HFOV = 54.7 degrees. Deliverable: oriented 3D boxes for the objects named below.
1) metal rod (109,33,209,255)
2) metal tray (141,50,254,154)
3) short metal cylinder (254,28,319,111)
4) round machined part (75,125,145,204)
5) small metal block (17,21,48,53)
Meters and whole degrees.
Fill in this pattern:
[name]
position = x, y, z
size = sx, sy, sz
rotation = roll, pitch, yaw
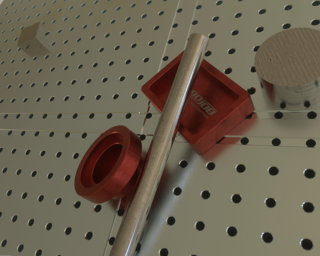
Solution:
[metal rod]
position = -0.001, 0.027, 0.359
size = 0.025, 0.025, 0.299
rotation = 14, 78, 33
[metal tray]
position = 0.044, -0.040, 0.404
size = 0.090, 0.030, 0.130
rotation = -41, 51, 0
[short metal cylinder]
position = 0.153, -0.066, 0.352
size = 0.080, 0.050, 0.080
rotation = -13, 56, 20
[round machined part]
position = -0.057, 0.048, 0.382
size = 0.098, 0.042, 0.098
rotation = -32, 35, 27
[small metal block]
position = -0.275, -0.196, 0.669
size = 0.050, 0.025, 0.050
rotation = -14, 56, 20
